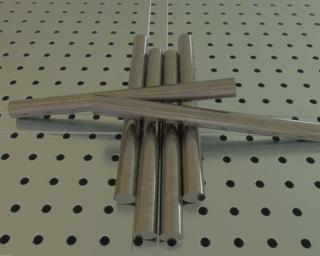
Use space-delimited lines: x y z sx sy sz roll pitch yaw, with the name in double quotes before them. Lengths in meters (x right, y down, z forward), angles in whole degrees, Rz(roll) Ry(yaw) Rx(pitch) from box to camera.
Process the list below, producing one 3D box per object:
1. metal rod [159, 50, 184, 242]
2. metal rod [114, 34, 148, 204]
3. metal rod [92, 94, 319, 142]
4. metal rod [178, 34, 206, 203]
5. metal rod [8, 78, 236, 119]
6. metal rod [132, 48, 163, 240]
"metal rod" 0.015 -0.003 0.412 0.025 0.025 0.300 1 50 1
"metal rod" -0.035 -0.037 0.438 0.025 0.025 0.300 1 50 1
"metal rod" 0.069 -0.011 0.390 0.302 0.025 0.025 7 50 -6
"metal rod" 0.041 -0.038 0.439 0.025 0.025 0.300 1 50 1
"metal rod" -0.054 -0.038 0.410 0.301 0.025 0.025 -5 50 7
"metal rod" -0.012 -0.006 0.411 0.025 0.025 0.300 1 50 1
